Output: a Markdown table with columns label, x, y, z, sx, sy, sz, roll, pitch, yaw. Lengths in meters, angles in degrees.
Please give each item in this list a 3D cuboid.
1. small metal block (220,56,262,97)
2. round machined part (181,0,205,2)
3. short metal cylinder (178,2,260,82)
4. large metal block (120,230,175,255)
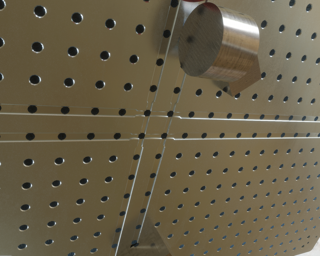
| label | x | y | z | sx | sy | sz | roll | pitch | yaw |
| --- | --- | --- | --- | --- | --- | --- | --- | --- | --- |
| small metal block | 0.106 | -0.079 | 0.420 | 0.050 | 0.025 | 0.050 | -32 | 129 | -7 |
| round machined part | 0.040 | -0.178 | 0.312 | 0.099 | 0.042 | 0.097 | -14 | 124 | -21 |
| short metal cylinder | 0.064 | -0.095 | 0.352 | 0.050 | 0.080 | 0.079 | 4 | 117 | -30 |
| large metal block | -0.014 | 0.236 | 0.534 | 0.080 | 0.050 | 0.080 | -33 | 129 | -7 |
